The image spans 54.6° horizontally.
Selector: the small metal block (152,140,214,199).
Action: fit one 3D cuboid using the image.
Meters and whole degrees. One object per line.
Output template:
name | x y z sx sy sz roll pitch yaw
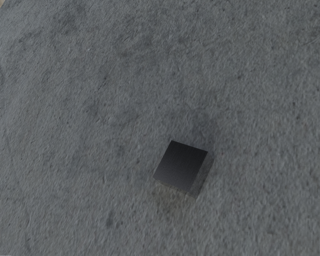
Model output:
small metal block | 0.028 0.047 0.361 0.050 0.025 0.050 16 70 34
